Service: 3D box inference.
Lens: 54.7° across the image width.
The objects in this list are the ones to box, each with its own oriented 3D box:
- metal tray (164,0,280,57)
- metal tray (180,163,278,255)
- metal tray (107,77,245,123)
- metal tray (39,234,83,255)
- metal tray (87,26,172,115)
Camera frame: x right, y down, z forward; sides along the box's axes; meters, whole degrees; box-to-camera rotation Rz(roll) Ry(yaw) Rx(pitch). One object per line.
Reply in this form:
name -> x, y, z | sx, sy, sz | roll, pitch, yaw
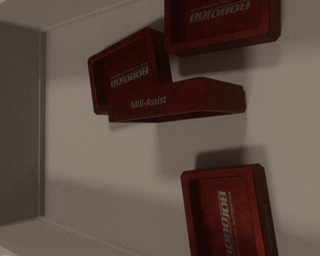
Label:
metal tray -> 0.064, -0.135, 0.348 | 0.130, 0.030, 0.089 | 0, 90, 39
metal tray -> 0.075, 0.108, 0.340 | 0.090, 0.030, 0.129 | -12, 82, 39
metal tray -> 0.016, -0.026, 0.349 | 0.130, 0.091, 0.030 | -6, 86, 39
metal tray -> -0.183, 0.271, 0.553 | 0.090, 0.030, 0.129 | 19, 102, 38
metal tray -> -0.046, -0.075, 0.439 | 0.130, 0.030, 0.090 | -14, 81, 38
